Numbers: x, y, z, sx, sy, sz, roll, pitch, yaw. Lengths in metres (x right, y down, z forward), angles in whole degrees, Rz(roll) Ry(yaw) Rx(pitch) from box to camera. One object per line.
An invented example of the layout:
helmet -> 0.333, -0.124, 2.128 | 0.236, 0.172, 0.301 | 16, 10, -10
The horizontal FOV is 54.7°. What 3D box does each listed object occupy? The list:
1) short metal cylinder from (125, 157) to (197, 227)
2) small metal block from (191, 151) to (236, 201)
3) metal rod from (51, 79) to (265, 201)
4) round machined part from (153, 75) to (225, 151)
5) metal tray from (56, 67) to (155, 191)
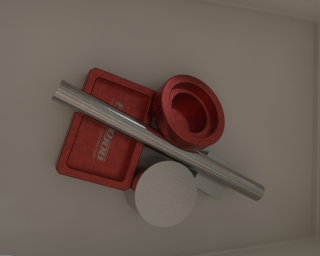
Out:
short metal cylinder -> 0.000, 0.079, 0.396 | 0.081, 0.050, 0.079 | 0, 90, -21
small metal block -> 0.070, 0.066, 0.436 | 0.050, 0.025, 0.050 | 33, 79, -17
metal rod -> 0.014, 0.025, 0.384 | 0.301, 0.025, 0.025 | 28, 81, -21
round machined part -> 0.032, -0.016, 0.400 | 0.099, 0.042, 0.098 | 15, 61, -28
metal tray -> -0.064, 0.003, 0.382 | 0.091, 0.030, 0.129 | 20, 83, -19
